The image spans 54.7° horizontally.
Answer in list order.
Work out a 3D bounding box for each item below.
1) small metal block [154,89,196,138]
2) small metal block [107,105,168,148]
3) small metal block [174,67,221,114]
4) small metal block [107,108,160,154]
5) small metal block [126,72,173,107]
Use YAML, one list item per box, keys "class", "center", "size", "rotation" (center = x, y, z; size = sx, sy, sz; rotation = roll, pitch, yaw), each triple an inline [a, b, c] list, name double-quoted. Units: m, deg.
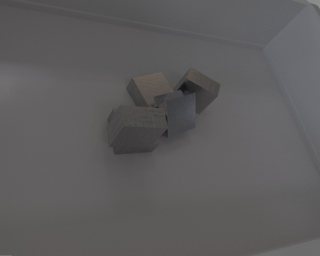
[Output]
- class: "small metal block"
  center: [0.021, -0.020, 0.411]
  size: [0.050, 0.050, 0.025]
  rotation: [-19, 27, -35]
- class: "small metal block"
  center: [-0.027, 0.000, 0.343]
  size: [0.050, 0.050, 0.025]
  rotation: [3, 61, -27]
- class: "small metal block"
  center: [0.051, -0.053, 0.449]
  size: [0.050, 0.050, 0.025]
  rotation: [28, 52, -11]
- class: "small metal block"
  center: [-0.033, 0.004, 0.385]
  size: [0.050, 0.025, 0.050]
  rotation: [-1, 62, -29]
- class: "small metal block"
  center: [-0.010, -0.046, 0.428]
  size: [0.050, 0.025, 0.050]
  rotation: [-19, 72, -35]
